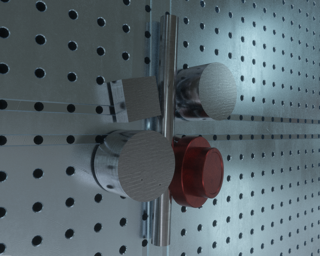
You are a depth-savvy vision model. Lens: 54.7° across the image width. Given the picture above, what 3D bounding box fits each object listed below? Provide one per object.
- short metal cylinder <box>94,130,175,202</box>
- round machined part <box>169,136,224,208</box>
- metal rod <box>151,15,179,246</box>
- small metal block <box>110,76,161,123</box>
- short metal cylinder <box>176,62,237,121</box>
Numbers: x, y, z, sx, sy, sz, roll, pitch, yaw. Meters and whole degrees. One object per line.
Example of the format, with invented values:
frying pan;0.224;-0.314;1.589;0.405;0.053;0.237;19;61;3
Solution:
short metal cylinder;-0.029;0.042;0.363;0.081;0.050;0.079;0;90;-40
round machined part;0.055;0.060;0.424;0.099;0.042;0.097;1;89;-56
metal rod;0.007;0.002;0.410;0.025;0.025;0.298;4;88;-40
small metal block;-0.029;-0.036;0.380;0.050;0.025;0.050;-15;99;-39
short metal cylinder;0.064;-0.050;0.442;0.081;0.050;0.079;0;90;-40
